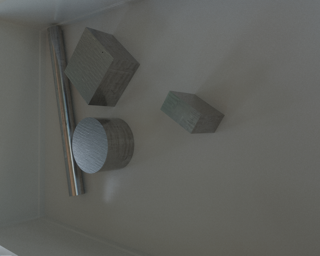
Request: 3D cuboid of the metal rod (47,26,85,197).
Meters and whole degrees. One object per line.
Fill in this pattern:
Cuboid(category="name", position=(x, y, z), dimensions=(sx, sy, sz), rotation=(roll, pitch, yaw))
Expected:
Cuboid(category="metal rod", position=(-0.165, -0.033, 0.539), dimensions=(0.025, 0.025, 0.298), rotation=(-17, 80, 38))

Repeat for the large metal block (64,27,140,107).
Cuboid(category="large metal block", position=(-0.088, -0.089, 0.461), dimensions=(0.080, 0.050, 0.080), rotation=(50, 119, 28))

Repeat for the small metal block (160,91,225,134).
Cuboid(category="small metal block", position=(0.038, -0.018, 0.358), dimensions=(0.050, 0.050, 0.025), rotation=(40, 115, 32))

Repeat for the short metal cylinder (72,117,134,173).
Cuboid(category="short metal cylinder", position=(-0.084, 0.024, 0.458), dimensions=(0.080, 0.050, 0.079), rotation=(0, 90, 39))
